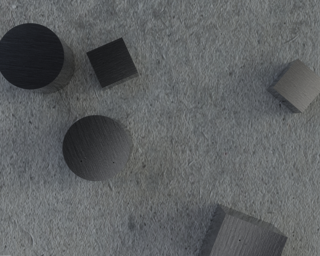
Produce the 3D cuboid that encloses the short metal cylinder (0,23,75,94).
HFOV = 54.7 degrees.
[{"bbox_3d":[-0.155,-0.086,0.395,0.081,0.050,0.079,0,90,-1],"label":"short metal cylinder"}]

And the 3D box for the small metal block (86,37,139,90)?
[{"bbox_3d":[-0.061,-0.084,0.409,0.050,0.025,0.050,-24,90,-1],"label":"small metal block"}]

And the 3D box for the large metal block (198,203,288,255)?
[{"bbox_3d":[0.103,0.155,0.399,0.080,0.050,0.080,21,90,-1],"label":"large metal block"}]

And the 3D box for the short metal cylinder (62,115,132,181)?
[{"bbox_3d":[-0.077,0.024,0.397,0.081,0.050,0.079,0,90,-1],"label":"short metal cylinder"}]

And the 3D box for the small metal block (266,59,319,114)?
[{"bbox_3d":[0.181,-0.055,0.412,0.050,0.025,0.050,41,90,-1],"label":"small metal block"}]
